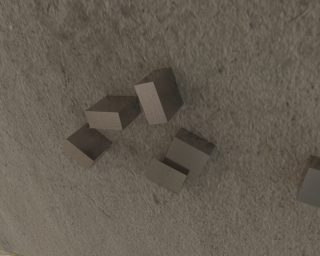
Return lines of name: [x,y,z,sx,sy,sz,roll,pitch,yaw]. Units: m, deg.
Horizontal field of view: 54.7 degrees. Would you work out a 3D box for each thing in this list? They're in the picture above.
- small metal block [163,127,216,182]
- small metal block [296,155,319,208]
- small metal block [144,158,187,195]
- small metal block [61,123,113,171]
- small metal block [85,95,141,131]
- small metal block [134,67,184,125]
small metal block: [0.038,0.035,0.408,0.050,0.025,0.050,29,128,9]
small metal block: [0.187,0.064,0.348,0.050,0.025,0.050,16,125,19]
small metal block: [0.008,0.068,0.426,0.050,0.025,0.050,27,167,10]
small metal block: [-0.108,0.027,0.462,0.050,0.050,0.025,38,129,2]
small metal block: [-0.060,-0.021,0.408,0.050,0.050,0.025,4,120,26]
small metal block: [0.000,-0.039,0.365,0.025,0.050,0.050,-7,115,31]
